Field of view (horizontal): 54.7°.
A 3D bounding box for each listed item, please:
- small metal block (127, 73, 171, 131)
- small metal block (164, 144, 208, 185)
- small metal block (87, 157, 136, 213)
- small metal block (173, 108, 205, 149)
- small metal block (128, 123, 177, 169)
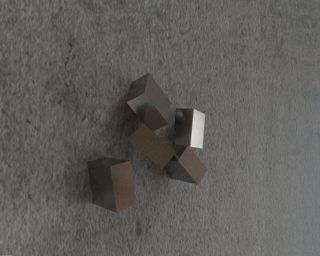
[{"bbox_3d":[-0.012,-0.032,0.381,0.050,0.025,0.050,51,26,-28],"label":"small metal block"},{"bbox_3d":[0.027,0.047,0.413,0.050,0.050,0.025,50,61,-29],"label":"small metal block"},{"bbox_3d":[-0.054,0.061,0.345,0.025,0.050,0.050,-12,98,-40],"label":"small metal block"},{"bbox_3d":[0.041,0.002,0.430,0.050,0.025,0.050,15,80,-64],"label":"small metal block"},{"bbox_3d":[-0.009,0.022,0.367,0.050,0.050,0.025,41,86,2],"label":"small metal block"}]
